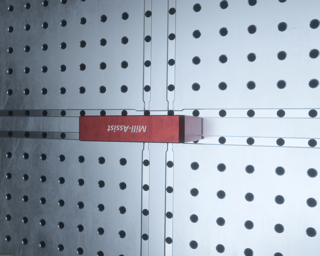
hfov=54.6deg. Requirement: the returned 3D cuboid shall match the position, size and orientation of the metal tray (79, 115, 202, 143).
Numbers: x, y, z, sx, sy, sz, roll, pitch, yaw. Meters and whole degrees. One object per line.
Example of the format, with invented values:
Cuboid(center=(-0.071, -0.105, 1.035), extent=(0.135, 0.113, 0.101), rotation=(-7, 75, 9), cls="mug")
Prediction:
Cuboid(center=(-0.021, 0.000, 0.386), extent=(0.130, 0.090, 0.030), rotation=(0, 91, 20), cls="metal tray")
